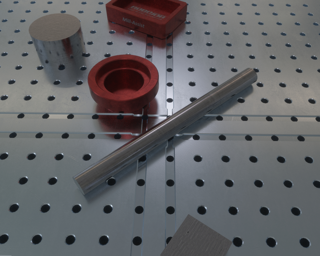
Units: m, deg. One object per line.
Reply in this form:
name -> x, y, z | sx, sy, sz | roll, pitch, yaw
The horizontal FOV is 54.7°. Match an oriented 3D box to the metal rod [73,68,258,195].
metal rod -> 0.024, -0.008, 0.414 | 0.302, 0.025, 0.025 | -32, 57, -25

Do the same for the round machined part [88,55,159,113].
round machined part -> -0.051, -0.059, 0.446 | 0.099, 0.042, 0.098 | 0, 50, 0

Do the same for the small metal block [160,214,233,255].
small metal block -> 0.035, 0.123, 0.305 | 0.050, 0.025, 0.050 | 28, 55, 22

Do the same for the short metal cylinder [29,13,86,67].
short metal cylinder -> -0.168, -0.146, 0.513 | 0.081, 0.050, 0.080 | 0, 50, 0

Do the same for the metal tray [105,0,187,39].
metal tray -> -0.025, -0.222, 0.590 | 0.130, 0.030, 0.090 | 25, 54, 19
